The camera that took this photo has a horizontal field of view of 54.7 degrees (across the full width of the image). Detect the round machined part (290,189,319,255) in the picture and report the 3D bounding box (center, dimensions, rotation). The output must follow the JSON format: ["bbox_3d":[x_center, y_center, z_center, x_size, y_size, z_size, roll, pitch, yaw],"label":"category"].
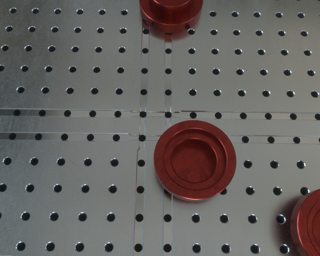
[{"bbox_3d":[0.201,0.120,0.361,0.099,0.042,0.098,0,70,-1],"label":"round machined part"}]

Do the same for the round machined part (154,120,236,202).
[{"bbox_3d":[0.042,0.043,0.388,0.099,0.042,0.098,0,70,0],"label":"round machined part"}]

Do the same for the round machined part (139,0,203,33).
[{"bbox_3d":[0.017,-0.199,0.476,0.099,0.042,0.098,0,70,-1],"label":"round machined part"}]
